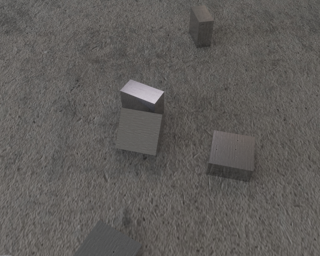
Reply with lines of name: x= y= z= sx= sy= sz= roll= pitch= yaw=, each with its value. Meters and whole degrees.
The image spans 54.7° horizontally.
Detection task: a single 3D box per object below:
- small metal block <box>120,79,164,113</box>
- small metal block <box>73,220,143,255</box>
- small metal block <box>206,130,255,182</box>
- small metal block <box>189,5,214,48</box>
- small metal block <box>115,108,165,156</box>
small metal block: x=-0.023 y=-0.031 z=0.413 sx=0.050 sy=0.050 sz=0.025 roll=22 pitch=54 yaw=17
small metal block: x=-0.051 y=0.126 z=0.297 sx=0.050 sy=0.025 sz=0.050 roll=23 pitch=54 yaw=18
small metal block: x=0.086 y=0.033 z=0.375 sx=0.050 sy=0.025 sz=0.050 roll=10 pitch=51 yaw=8
small metal block: x=0.070 y=-0.175 z=0.534 sx=0.025 sy=0.050 sz=0.050 roll=-9 pitch=51 yaw=-8
small metal block: x=-0.024 y=0.003 z=0.382 sx=0.050 sy=0.025 sz=0.050 roll=10 pitch=96 yaw=8
